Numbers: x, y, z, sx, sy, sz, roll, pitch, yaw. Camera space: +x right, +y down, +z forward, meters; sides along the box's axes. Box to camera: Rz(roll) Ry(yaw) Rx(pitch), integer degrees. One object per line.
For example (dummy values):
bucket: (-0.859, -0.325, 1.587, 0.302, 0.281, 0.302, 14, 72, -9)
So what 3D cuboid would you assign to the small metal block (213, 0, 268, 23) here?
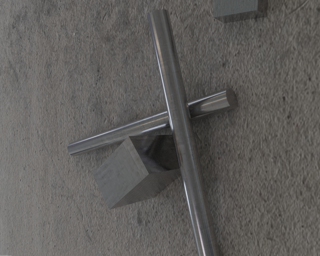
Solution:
small metal block: (0.087, -0.144, 0.333, 0.050, 0.025, 0.050, 6, 94, 39)

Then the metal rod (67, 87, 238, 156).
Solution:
metal rod: (-0.034, 0.002, 0.432, 0.299, 0.025, 0.025, -17, 79, 38)

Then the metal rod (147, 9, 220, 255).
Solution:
metal rod: (0.029, 0.017, 0.354, 0.025, 0.025, 0.298, -11, 91, 39)

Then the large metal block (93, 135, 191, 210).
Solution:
large metal block: (-0.022, 0.053, 0.387, 0.080, 0.081, 0.050, -45, 63, 31)
